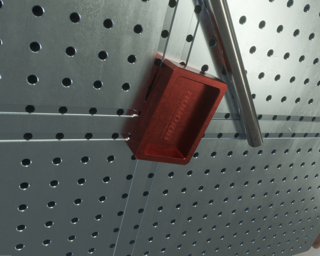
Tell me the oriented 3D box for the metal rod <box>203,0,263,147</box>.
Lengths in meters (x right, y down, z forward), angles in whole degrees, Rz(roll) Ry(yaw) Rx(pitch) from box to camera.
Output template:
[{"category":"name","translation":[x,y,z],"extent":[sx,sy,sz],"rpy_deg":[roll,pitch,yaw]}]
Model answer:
[{"category":"metal rod","translation":[0.102,-0.079,0.420],"extent":[0.025,0.025,0.299],"rpy_deg":[-34,129,-6]}]

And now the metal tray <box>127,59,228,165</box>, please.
[{"category":"metal tray","translation":[0.023,-0.015,0.412],"extent":[0.091,0.030,0.129],"rpy_deg":[12,112,-34]}]
